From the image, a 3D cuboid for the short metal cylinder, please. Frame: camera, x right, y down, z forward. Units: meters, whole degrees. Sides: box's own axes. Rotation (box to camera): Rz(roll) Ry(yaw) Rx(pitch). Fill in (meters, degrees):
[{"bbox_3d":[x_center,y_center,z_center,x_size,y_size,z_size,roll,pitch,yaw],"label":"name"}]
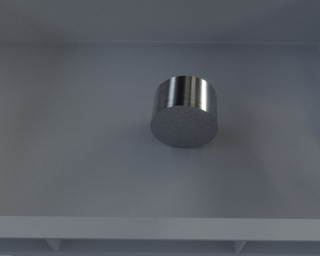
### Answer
[{"bbox_3d":[0.031,-0.018,0.385,0.080,0.080,0.050,4,50,3],"label":"short metal cylinder"}]
